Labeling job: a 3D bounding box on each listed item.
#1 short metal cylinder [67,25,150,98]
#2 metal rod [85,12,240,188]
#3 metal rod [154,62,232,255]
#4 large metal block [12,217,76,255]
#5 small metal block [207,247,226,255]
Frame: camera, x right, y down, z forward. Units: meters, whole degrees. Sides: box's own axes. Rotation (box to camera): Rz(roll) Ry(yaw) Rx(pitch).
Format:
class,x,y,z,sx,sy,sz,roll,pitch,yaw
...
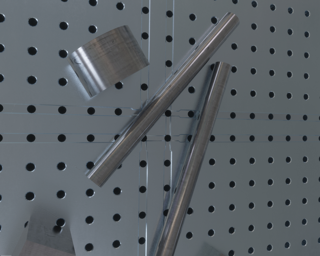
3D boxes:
class,x,y,z,sx,sy,sz,roll,pitch,yaw
short metal cylinder,-0.059,-0.077,0.362,0.080,0.080,0.050,-33,101,-17
metal rod,0.011,-0.046,0.416,0.025,0.025,0.300,44,76,-15
metal rod,0.045,0.051,0.429,0.025,0.025,0.299,21,83,-19
large metal block,-0.136,0.153,0.334,0.050,0.080,0.080,27,81,-18
small metal block,0.087,0.209,0.445,0.050,0.025,0.050,37,78,-16
